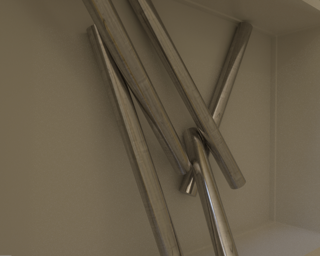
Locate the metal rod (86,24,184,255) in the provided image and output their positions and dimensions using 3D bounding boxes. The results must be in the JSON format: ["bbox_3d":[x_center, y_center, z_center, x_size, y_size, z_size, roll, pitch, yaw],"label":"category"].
[{"bbox_3d":[-0.024,0.029,0.349,0.025,0.025,0.298,-18,91,-39],"label":"metal rod"}]

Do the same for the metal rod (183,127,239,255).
[{"bbox_3d":[0.071,0.125,0.359,0.025,0.025,0.299,22,41,-38],"label":"metal rod"}]

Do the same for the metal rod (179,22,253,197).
[{"bbox_3d":[0.092,-0.039,0.483,0.025,0.025,0.300,34,69,-35],"label":"metal rod"}]

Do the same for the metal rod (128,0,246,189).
[{"bbox_3d":[0.043,-0.042,0.420,0.025,0.025,0.299,-40,108,-33],"label":"metal rod"}]

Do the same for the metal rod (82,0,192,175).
[{"bbox_3d":[-0.028,-0.061,0.338,0.025,0.025,0.299,-47,125,-30],"label":"metal rod"}]
